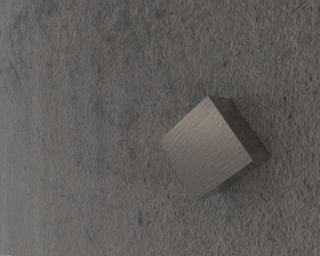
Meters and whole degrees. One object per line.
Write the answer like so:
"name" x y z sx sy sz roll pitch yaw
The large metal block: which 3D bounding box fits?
"large metal block" 0.059 0.022 0.341 0.080 0.050 0.080 -44 63 31
